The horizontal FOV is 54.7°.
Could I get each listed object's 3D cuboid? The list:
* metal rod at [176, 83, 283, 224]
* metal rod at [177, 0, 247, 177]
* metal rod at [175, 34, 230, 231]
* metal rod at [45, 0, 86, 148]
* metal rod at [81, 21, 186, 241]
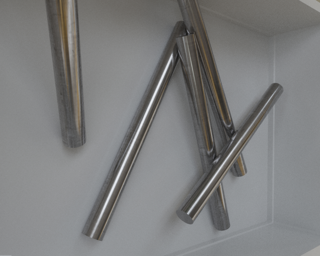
[{"bbox_3d":[0.118,0.020,0.463,0.301,0.025,0.025,-45,118,-34],"label":"metal rod"},{"bbox_3d":[0.083,-0.050,0.458,0.025,0.025,0.299,-41,121,-33],"label":"metal rod"},{"bbox_3d":[0.066,0.018,0.446,0.025,0.025,0.298,-28,113,-37],"label":"metal rod"},{"bbox_3d":[-0.079,-0.107,0.247,0.025,0.025,0.298,-27,137,-37],"label":"metal rod"},{"bbox_3d":[-0.021,-0.011,0.390,0.025,0.025,0.300,36,68,-35],"label":"metal rod"}]
